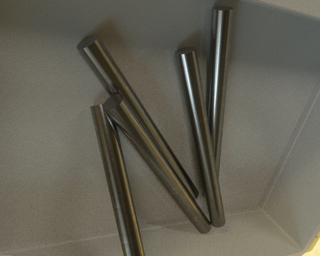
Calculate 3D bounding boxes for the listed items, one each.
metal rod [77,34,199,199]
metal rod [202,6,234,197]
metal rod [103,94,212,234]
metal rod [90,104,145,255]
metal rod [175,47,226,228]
[{"bbox_3d":[-0.011,0.010,0.408,0.025,0.025,0.299,-36,129,-4],"label":"metal rod"},{"bbox_3d":[0.079,-0.015,0.442,0.025,0.025,0.298,-16,125,-20],"label":"metal rod"},{"bbox_3d":[0.012,0.069,0.429,0.025,0.025,0.299,-36,129,-4],"label":"metal rod"},{"bbox_3d":[-0.038,0.118,0.370,0.025,0.025,0.298,-14,95,-21],"label":"metal rod"},{"bbox_3d":[0.064,0.032,0.443,0.025,0.025,0.298,-24,121,-14],"label":"metal rod"}]
